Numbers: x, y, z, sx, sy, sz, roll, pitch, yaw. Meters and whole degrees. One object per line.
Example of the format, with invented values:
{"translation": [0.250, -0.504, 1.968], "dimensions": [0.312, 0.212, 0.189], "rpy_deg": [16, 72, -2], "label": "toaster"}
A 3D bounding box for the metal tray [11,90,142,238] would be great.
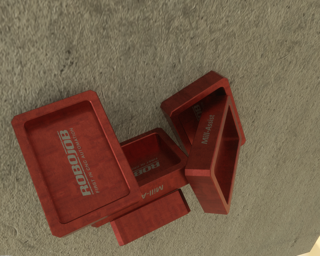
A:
{"translation": [-0.086, 0.034, 0.322], "dimensions": [0.091, 0.130, 0.030], "rpy_deg": [-22, 166, -16], "label": "metal tray"}

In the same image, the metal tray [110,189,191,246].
{"translation": [-0.021, 0.115, 0.413], "dimensions": [0.091, 0.130, 0.030], "rpy_deg": [-22, 82, -15], "label": "metal tray"}

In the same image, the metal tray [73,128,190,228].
{"translation": [-0.036, 0.054, 0.381], "dimensions": [0.131, 0.090, 0.030], "rpy_deg": [-23, 127, -15], "label": "metal tray"}

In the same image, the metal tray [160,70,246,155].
{"translation": [0.066, -0.005, 0.440], "dimensions": [0.090, 0.030, 0.130], "rpy_deg": [-34, 129, -7], "label": "metal tray"}

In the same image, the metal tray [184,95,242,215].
{"translation": [0.074, 0.032, 0.398], "dimensions": [0.090, 0.030, 0.130], "rpy_deg": [63, 36, -39], "label": "metal tray"}
